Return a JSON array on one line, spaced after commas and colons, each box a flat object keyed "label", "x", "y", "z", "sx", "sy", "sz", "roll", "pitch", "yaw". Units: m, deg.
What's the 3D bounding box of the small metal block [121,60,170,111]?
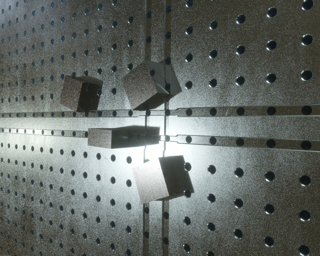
[{"label": "small metal block", "x": -0.021, "y": -0.057, "z": 0.425, "sx": 0.050, "sy": 0.025, "sz": 0.050, "roll": -31, "pitch": 71, "yaw": 35}]

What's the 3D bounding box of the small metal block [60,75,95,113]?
[{"label": "small metal block", "x": -0.140, "y": -0.057, "z": 0.522, "sx": 0.050, "sy": 0.025, "sz": 0.050, "roll": 24, "pitch": 105, "yaw": 37}]

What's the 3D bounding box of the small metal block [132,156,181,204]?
[{"label": "small metal block", "x": -0.006, "y": 0.069, "z": 0.412, "sx": 0.050, "sy": 0.025, "sz": 0.050, "roll": -26, "pitch": 74, "yaw": 36}]

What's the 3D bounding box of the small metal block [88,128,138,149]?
[{"label": "small metal block", "x": -0.068, "y": 0.014, "z": 0.447, "sx": 0.050, "sy": 0.050, "sz": 0.025, "roll": 4, "pitch": 93, "yaw": 39}]
